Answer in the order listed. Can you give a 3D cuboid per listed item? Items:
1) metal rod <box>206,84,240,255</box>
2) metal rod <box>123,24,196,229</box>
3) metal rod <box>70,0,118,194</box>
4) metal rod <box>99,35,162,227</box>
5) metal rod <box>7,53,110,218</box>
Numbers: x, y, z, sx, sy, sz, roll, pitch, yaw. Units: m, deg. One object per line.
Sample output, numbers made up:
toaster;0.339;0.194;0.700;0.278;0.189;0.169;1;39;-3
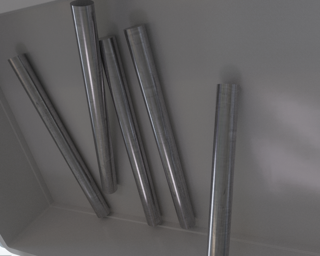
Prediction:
metal rod;0.068;0.101;0.351;0.025;0.025;0.298;4;94;26
metal rod;0.007;0.016;0.414;0.025;0.025;0.298;-1;118;29
metal rod;-0.083;-0.017;0.422;0.025;0.025;0.298;16;131;19
metal rod;-0.038;0.021;0.441;0.025;0.025;0.298;2;120;27
metal rod;-0.156;0.024;0.506;0.025;0.025;0.299;-10;114;32
